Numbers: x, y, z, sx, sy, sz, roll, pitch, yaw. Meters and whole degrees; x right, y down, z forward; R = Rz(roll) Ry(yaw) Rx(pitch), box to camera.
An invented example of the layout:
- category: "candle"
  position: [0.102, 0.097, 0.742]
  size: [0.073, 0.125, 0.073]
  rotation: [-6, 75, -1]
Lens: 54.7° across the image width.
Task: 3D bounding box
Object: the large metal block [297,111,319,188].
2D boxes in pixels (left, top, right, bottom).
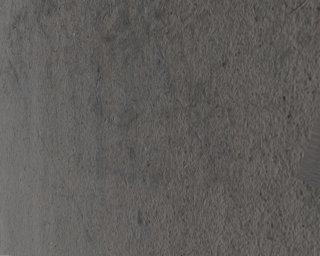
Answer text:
- category: "large metal block"
  position: [0.170, 0.017, 0.248]
  size: [0.080, 0.050, 0.079]
  rotation: [22, 104, 38]
